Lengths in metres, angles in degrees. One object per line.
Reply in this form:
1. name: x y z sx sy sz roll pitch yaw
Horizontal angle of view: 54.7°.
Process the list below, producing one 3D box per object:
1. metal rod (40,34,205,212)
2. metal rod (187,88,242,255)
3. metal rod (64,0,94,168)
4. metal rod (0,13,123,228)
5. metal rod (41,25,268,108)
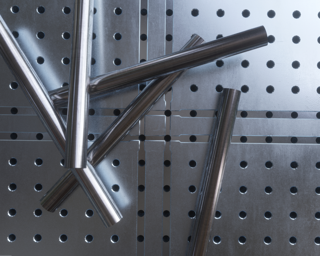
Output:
1. metal rod: -0.047 -0.007 0.412 0.025 0.025 0.300 43 90 -1
2. metal rod: 0.065 0.095 0.414 0.025 0.025 0.298 12 90 -1
3. metal rod: -0.098 -0.100 0.385 0.025 0.025 0.298 0 79 -1
4. metal rod: -0.134 -0.011 0.384 0.025 0.025 0.299 -31 91 0
5. metal rod: -0.018 -0.071 0.392 0.301 0.025 0.025 -16 90 7
